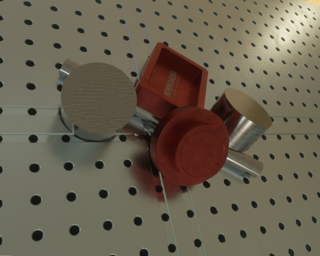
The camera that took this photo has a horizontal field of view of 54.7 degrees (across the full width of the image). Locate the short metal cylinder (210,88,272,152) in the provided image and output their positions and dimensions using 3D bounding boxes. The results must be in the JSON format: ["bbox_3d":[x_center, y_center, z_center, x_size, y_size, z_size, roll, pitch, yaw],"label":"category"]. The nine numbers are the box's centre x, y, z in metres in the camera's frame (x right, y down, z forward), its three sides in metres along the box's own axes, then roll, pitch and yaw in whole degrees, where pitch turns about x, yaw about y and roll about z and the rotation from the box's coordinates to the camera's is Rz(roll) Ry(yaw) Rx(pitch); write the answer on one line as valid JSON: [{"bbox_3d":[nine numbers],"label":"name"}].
[{"bbox_3d":[0.111,-0.012,0.444,0.080,0.050,0.080,24,33,-17],"label":"short metal cylinder"}]

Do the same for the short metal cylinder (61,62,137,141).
[{"bbox_3d":[-0.072,-0.028,0.355,0.081,0.050,0.080,4,77,-18],"label":"short metal cylinder"}]

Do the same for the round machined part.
[{"bbox_3d":[0.041,0.025,0.369,0.099,0.042,0.097,-6,106,-21],"label":"round machined part"}]

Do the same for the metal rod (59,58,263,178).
[{"bbox_3d":[0.009,-0.008,0.418,0.301,0.025,0.025,28,52,-11],"label":"metal rod"}]

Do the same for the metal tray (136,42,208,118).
[{"bbox_3d":[0.018,-0.061,0.433,0.090,0.030,0.130,28,39,-10],"label":"metal tray"}]
